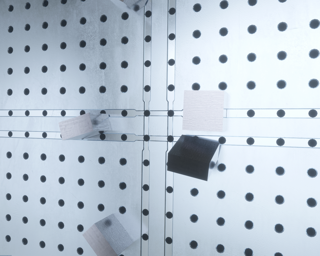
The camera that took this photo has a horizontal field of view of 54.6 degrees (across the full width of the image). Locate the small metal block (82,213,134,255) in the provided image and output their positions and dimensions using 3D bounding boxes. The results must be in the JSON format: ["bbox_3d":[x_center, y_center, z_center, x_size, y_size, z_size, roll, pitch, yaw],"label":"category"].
[{"bbox_3d":[-0.070,0.151,0.424,0.025,0.050,0.050,-45,76,15],"label":"small metal block"}]

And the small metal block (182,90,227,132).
[{"bbox_3d":[0.057,-0.021,0.393,0.050,0.025,0.050,3,91,20],"label":"small metal block"}]

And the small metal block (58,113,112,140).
[{"bbox_3d":[-0.104,-0.002,0.437,0.050,0.050,0.025,-16,85,19],"label":"small metal block"}]

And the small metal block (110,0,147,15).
[{"bbox_3d":[-0.052,-0.182,0.418,0.050,0.050,0.025,32,101,17],"label":"small metal block"}]

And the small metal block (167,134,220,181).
[{"bbox_3d":[0.042,0.035,0.382,0.050,0.050,0.025,13,120,19],"label":"small metal block"}]
